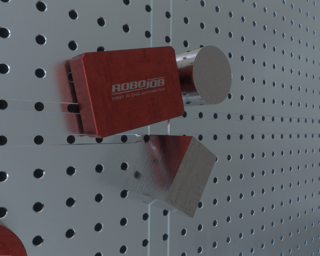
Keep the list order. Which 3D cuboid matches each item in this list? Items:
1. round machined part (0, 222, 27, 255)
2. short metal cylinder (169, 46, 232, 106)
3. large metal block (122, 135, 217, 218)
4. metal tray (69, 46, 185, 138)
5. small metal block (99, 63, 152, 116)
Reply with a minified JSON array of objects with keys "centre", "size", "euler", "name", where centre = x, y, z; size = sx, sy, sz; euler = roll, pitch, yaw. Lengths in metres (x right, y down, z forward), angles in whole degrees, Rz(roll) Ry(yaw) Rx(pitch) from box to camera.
[{"centre":[-0.168,0.122,0.258],"size":[0.099,0.042,0.097],"euler":[0,90,-40],"name":"round machined part"},{"centre":[0.057,-0.072,0.440],"size":[0.081,0.050,0.079],"euler":[0,90,-40],"name":"short metal cylinder"},{"centre":[0.012,0.056,0.383],"size":[0.050,0.080,0.080],"euler":[40,66,-33],"name":"large metal block"},{"centre":[-0.033,-0.046,0.369],"size":[0.131,0.030,0.089],"euler":[-17,101,-39],"name":"metal tray"},{"centre":[-0.040,-0.047,0.375],"size":[0.050,0.025,0.050],"euler":[-31,110,-36],"name":"small metal block"}]
